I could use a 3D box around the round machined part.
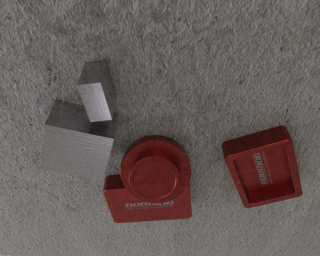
[{"bbox_3d":[-0.006,0.062,0.427,0.099,0.042,0.097,1,108,2],"label":"round machined part"}]

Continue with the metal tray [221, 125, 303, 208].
[{"bbox_3d":[0.153,0.062,0.458,0.090,0.030,0.130,-18,128,14],"label":"metal tray"}]

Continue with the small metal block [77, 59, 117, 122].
[{"bbox_3d":[-0.070,-0.043,0.354,0.025,0.050,0.050,-6,130,5],"label":"small metal block"}]

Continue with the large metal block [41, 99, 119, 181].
[{"bbox_3d":[-0.105,0.017,0.405,0.081,0.050,0.079,13,129,-11],"label":"large metal block"}]

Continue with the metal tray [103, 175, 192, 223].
[{"bbox_3d":[-0.017,0.112,0.499,0.131,0.030,0.089,-5,130,4],"label":"metal tray"}]
